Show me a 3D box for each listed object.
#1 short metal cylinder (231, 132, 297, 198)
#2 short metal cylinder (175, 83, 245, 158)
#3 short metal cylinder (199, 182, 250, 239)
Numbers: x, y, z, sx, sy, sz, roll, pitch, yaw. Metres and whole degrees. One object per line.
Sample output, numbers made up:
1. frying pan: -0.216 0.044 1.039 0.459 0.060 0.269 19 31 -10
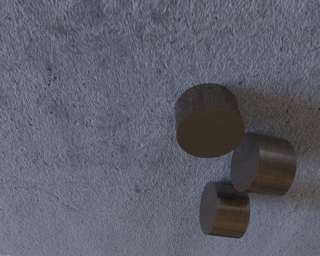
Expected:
1. short metal cylinder: 0.135 0.049 0.414 0.050 0.080 0.079 12 129 -10
2. short metal cylinder: 0.060 -0.008 0.384 0.081 0.050 0.079 0 130 0
3. short metal cylinder: 0.098 0.127 0.480 0.050 0.080 0.079 10 129 -9
